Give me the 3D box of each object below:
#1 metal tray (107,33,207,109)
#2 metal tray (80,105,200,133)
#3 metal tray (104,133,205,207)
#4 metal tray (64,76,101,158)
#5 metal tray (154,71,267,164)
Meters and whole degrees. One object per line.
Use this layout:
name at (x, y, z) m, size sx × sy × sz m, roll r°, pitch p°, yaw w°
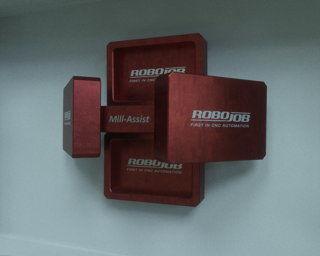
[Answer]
metal tray at (-0.005, -0.070, 0.408) m, size 0.130 × 0.030 × 0.089 m, roll 0°, pitch 90°, yaw 19°
metal tray at (-0.019, -0.010, 0.381) m, size 0.130 × 0.090 × 0.030 m, roll 1°, pitch 90°, yaw 19°
metal tray at (-0.009, 0.050, 0.407) m, size 0.130 × 0.030 × 0.089 m, roll 1°, pitch 90°, yaw 19°
metal tray at (-0.103, -0.012, 0.396) m, size 0.030 × 0.130 × 0.089 m, roll 1°, pitch 90°, yaw -22°
metal tray at (0.059, -0.009, 0.339) m, size 0.030 × 0.131 × 0.089 m, roll 1°, pitch 90°, yaw 62°
